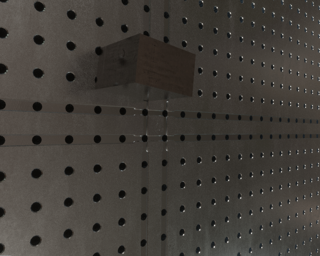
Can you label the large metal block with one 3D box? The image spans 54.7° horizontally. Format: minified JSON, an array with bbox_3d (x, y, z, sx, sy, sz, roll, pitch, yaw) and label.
[{"bbox_3d":[-0.017,-0.065,0.360,0.081,0.080,0.050,8,85,-40],"label":"large metal block"}]
